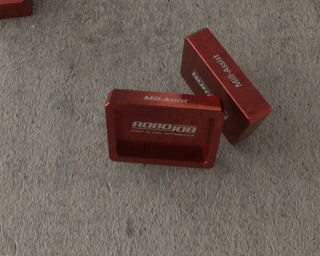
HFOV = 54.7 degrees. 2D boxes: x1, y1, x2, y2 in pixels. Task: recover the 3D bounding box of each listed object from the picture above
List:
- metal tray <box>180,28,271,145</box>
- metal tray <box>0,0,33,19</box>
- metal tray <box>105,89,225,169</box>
[{"bbox_3d":[0.075,-0.049,0.391,0.030,0.090,0.130,-30,73,-11],"label":"metal tray"},{"bbox_3d":[-0.252,-0.234,0.489,0.091,0.030,0.130,-7,70,-3],"label":"metal tray"},{"bbox_3d":[0.004,0.003,0.371,0.131,0.089,0.030,4,39,1],"label":"metal tray"}]
